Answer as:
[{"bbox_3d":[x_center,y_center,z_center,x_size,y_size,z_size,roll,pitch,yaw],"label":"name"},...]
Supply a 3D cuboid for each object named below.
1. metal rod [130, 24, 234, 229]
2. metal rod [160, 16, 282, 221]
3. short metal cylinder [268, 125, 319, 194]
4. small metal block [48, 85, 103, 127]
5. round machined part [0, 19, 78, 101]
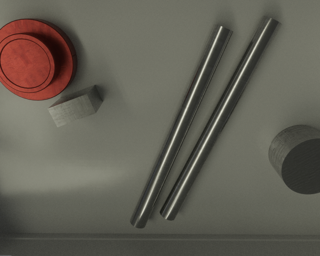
[{"bbox_3d":[0.022,0.011,0.415,0.025,0.025,0.298,20,109,-8],"label":"metal rod"},{"bbox_3d":[0.072,0.000,0.412,0.025,0.025,0.298,23,108,-9],"label":"metal rod"},{"bbox_3d":[0.194,0.041,0.416,0.081,0.050,0.079,0,110,-1],"label":"short metal cylinder"},{"bbox_3d":[-0.103,-0.029,0.386,0.050,0.050,0.025,-20,109,6],"label":"small metal block"},{"bbox_3d":[-0.153,-0.080,0.371,0.099,0.042,0.097,0,110,-1],"label":"round machined part"}]
